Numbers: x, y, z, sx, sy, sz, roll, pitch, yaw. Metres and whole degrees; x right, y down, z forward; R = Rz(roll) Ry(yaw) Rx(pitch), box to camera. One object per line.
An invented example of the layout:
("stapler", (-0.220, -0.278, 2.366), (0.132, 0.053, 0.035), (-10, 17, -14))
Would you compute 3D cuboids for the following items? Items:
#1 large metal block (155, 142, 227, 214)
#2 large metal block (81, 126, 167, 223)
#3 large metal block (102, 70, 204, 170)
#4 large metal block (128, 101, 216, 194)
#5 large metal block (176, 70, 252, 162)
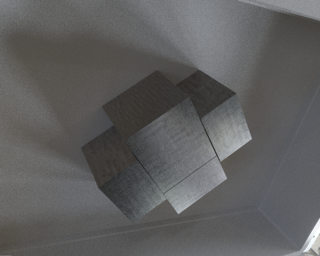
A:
("large metal block", (0.030, 0.055, 0.425), (0.080, 0.080, 0.050), (-35, 129, -6))
("large metal block", (-0.045, 0.056, 0.383), (0.050, 0.080, 0.080), (-35, 129, -5))
("large metal block", (-0.010, -0.012, 0.360), (0.080, 0.080, 0.050), (-35, 129, -6))
("large metal block", (0.010, 0.021, 0.392), (0.080, 0.080, 0.050), (-35, 129, -6))
("large metal block", (0.064, -0.017, 0.398), (0.050, 0.080, 0.080), (-35, 129, -5))
